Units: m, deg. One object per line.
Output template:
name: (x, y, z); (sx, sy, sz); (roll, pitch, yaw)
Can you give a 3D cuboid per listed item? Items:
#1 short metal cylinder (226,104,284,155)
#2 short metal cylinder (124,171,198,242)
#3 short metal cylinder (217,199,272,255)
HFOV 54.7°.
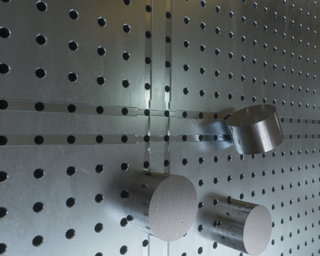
short metal cylinder: (0.153, 0.001, 0.501); (0.081, 0.080, 0.050); (-34, 112, -35)
short metal cylinder: (0.002, 0.097, 0.394); (0.081, 0.050, 0.079); (0, 90, -40)
short metal cylinder: (0.140, 0.163, 0.510); (0.081, 0.050, 0.079); (0, 90, -40)
